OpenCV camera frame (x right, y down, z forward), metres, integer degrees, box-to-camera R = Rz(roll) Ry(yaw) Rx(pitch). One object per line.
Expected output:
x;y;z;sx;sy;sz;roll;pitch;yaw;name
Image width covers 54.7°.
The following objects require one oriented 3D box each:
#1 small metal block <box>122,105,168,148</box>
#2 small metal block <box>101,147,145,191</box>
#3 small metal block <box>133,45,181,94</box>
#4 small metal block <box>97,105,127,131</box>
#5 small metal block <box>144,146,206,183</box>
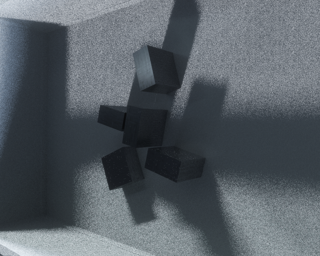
-0.019;-0.002;0.406;0.025;0.050;0.050;15;100;39;small metal block
-0.055;0.059;0.452;0.050;0.025;0.050;-28;73;36;small metal block
-0.004;-0.072;0.394;0.025;0.050;0.050;-20;77;38;small metal block
-0.050;-0.014;0.432;0.050;0.050;0.025;18;102;38;small metal block
0.018;0.042;0.375;0.050;0.050;0.025;19;102;38;small metal block
